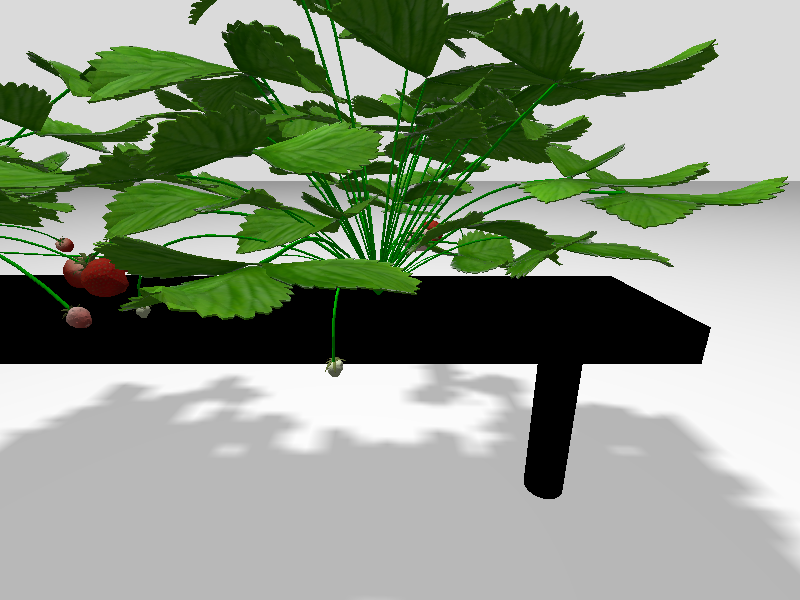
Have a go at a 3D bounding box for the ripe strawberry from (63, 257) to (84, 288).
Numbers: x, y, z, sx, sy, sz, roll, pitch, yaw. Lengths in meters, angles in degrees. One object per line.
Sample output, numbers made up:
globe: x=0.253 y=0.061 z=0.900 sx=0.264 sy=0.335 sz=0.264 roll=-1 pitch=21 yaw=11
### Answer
ripe strawberry: x=-0.308 y=-0.025 z=0.387 sx=0.030 sy=0.031 sz=0.029 roll=38 pitch=17 yaw=-8

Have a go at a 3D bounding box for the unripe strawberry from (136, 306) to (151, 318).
unripe strawberry: x=-0.193 y=0.009 z=0.301 sx=0.010 sy=0.010 sz=0.011 roll=-7 pitch=20 yaw=-20

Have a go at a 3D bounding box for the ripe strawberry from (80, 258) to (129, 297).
ripe strawberry: x=-0.265 y=-0.019 z=0.362 sx=0.035 sy=0.035 sz=0.033 roll=33 pitch=15 yaw=-10

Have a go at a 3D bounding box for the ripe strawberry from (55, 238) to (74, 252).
ripe strawberry: x=-0.458 y=-0.074 z=0.548 sx=0.019 sy=0.020 sz=0.020 roll=1 pitch=-29 yaw=3

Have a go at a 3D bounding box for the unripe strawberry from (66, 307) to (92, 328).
unripe strawberry: x=-0.228 y=0.013 z=0.285 sx=0.016 sy=0.016 sz=0.014 roll=37 pitch=26 yaw=5

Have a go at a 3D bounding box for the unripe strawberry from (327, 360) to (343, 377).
unripe strawberry: x=-0.036 y=0.037 z=0.218 sx=0.009 sy=0.010 sz=0.010 roll=2 pitch=18 yaw=5

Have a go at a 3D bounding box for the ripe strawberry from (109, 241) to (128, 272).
ripe strawberry: x=-0.296 y=-0.050 z=0.438 sx=0.038 sy=0.040 sz=0.035 roll=-8 pitch=20 yaw=-24

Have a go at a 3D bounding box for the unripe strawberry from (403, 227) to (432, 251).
unripe strawberry: x=0.025 y=-0.083 z=0.545 sx=0.040 sy=0.034 sz=0.040 roll=4 pitch=18 yaw=12

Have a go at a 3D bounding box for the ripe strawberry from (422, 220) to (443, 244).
ripe strawberry: x=0.046 y=-0.098 z=0.587 sx=0.033 sy=0.038 sz=0.036 roll=5 pitch=18 yaw=15
